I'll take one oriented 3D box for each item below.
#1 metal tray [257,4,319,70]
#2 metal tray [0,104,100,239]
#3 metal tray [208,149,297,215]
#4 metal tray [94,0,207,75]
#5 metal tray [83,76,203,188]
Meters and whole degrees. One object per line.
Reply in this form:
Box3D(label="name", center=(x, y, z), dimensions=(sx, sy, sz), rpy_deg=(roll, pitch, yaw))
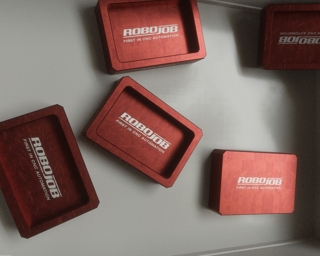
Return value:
Box3D(label="metal tray", center=(0.213, -0.131, 0.450), dimensions=(0.131, 0.030, 0.089), rpy_deg=(0, 105, 2))
Box3D(label="metal tray", center=(-0.135, 0.047, 0.357), dimensions=(0.091, 0.030, 0.129), rpy_deg=(-21, 97, -19))
Box3D(label="metal tray", center=(0.139, 0.079, 0.459), dimensions=(0.131, 0.030, 0.089), rpy_deg=(4, 89, -20))
Box3D(label="metal tray", center=(-0.010, -0.124, 0.403), dimensions=(0.131, 0.030, 0.089), rpy_deg=(-13, 94, -20))
Box3D(label="metal tray", center=(-0.020, 0.007, 0.400), dimensions=(0.130, 0.030, 0.090), rpy_deg=(35, 79, -17))
